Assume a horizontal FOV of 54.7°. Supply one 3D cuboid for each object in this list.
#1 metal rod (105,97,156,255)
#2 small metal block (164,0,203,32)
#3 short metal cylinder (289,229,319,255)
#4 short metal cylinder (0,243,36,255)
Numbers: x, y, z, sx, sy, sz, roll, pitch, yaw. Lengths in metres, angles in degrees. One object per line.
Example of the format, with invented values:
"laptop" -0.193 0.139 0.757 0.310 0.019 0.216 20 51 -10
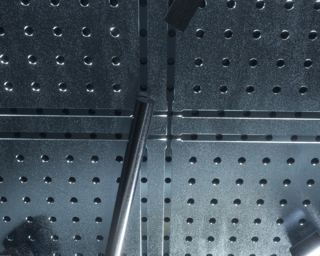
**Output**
"metal rod" -0.051 0.101 0.449 0.025 0.025 0.298 12 110 -5
"small metal block" 0.027 -0.138 0.349 0.025 0.050 0.050 29 107 -10
"short metal cylinder" 0.241 0.200 0.460 0.050 0.080 0.080 -43 105 14
"short metal cylinder" -0.220 0.222 0.464 0.080 0.080 0.050 -20 109 7
